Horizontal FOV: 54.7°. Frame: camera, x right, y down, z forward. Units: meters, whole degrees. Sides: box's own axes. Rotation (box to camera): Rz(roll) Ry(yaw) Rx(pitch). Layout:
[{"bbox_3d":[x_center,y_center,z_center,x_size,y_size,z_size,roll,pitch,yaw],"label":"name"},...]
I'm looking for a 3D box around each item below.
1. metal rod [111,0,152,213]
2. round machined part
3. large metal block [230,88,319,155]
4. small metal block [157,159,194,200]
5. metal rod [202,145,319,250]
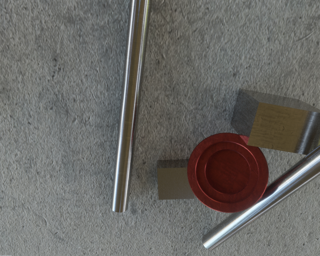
[{"bbox_3d":[-0.039,-0.023,0.400,0.025,0.025,0.298,7,110,-3],"label":"metal rod"},{"bbox_3d":[0.088,0.056,0.398,0.098,0.042,0.097,-2,85,19],"label":"round machined part"},{"bbox_3d":[0.140,-0.010,0.378,0.081,0.080,0.050,10,107,-4],"label":"large metal block"},{"bbox_3d":[0.022,0.072,0.437,0.050,0.025,0.050,-2,110,0],"label":"small metal block"},{"bbox_3d":[0.141,0.082,0.383,0.025,0.025,0.298,26,130,-10],"label":"metal rod"}]
